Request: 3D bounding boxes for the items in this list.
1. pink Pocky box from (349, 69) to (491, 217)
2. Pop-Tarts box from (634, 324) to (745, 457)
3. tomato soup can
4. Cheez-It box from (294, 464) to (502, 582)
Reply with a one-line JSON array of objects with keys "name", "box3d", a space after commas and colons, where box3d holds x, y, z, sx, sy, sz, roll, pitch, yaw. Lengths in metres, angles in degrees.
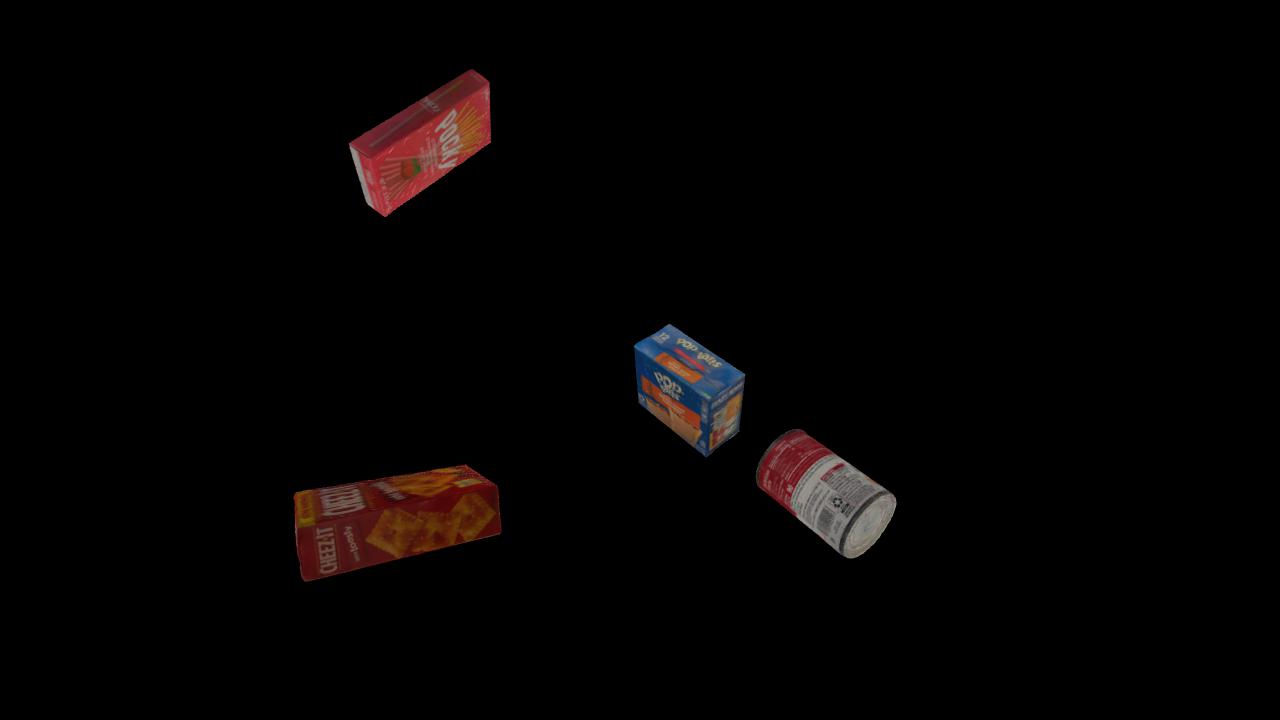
[{"name": "pink Pocky box", "box3d": [-0.212, -0.218, 0.616, 0.029, 0.155, 0.084, 39, -28, 7]}, {"name": "Pop-Tarts box", "box3d": [0.077, 0.048, 0.997, 0.083, 0.141, 0.167, -34, 53, -27]}, {"name": "tomato soup can", "box3d": [0.160, 0.114, 0.536, 0.068, 0.068, 0.101, 0, 25, -39]}, {"name": "Cheez-It box", "box3d": [-0.306, 0.193, 0.773, 0.223, 0.071, 0.166, -6, 4, -29]}]
